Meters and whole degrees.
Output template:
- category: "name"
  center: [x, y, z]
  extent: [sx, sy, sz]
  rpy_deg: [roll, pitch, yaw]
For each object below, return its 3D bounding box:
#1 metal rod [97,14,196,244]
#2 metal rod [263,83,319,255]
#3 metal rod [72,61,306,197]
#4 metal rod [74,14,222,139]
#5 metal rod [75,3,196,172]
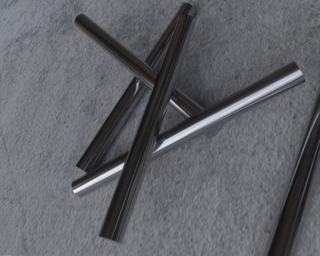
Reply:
- category: "metal rod"
  center: [-0.006, -0.020, 0.364]
  extent: [0.025, 0.025, 0.300]
  rpy_deg: [3, 60, 29]
- category: "metal rod"
  center: [0.142, 0.042, 0.302]
  extent: [0.025, 0.025, 0.300]
  rpy_deg: [14, 69, 33]
- category: "metal rod"
  center: [0.016, 0.011, 0.361]
  extent: [0.300, 0.025, 0.025]
  rpy_deg: [-29, 52, 19]
- category: "metal rod"
  center: [-0.032, -0.086, 0.438]
  extent: [0.025, 0.025, 0.300]
  rpy_deg: [-46, 62, -4]
- category: "metal rod"
  center: [-0.029, -0.067, 0.458]
  extent: [0.025, 0.025, 0.300]
  rpy_deg: [21, 72, 35]
